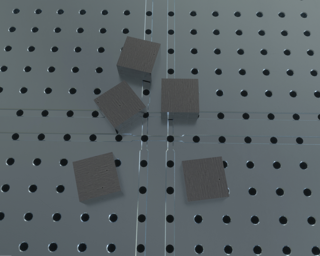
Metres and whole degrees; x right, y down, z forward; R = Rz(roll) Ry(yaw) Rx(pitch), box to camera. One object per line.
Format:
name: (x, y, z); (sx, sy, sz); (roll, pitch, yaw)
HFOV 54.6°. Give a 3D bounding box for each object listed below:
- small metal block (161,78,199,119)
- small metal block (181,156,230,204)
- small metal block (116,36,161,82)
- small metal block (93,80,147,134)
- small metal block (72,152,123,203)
small metal block: (0.027, -0.040, 0.427); (0.050, 0.025, 0.050); (1, 70, 0)
small metal block: (0.055, 0.065, 0.388); (0.050, 0.025, 0.050); (-6, 70, -2)
small metal block: (-0.030, -0.100, 0.448); (0.050, 0.025, 0.050); (14, 71, 5)
small metal block: (-0.053, -0.028, 0.422); (0.050, 0.025, 0.050); (-35, 74, -12)
small metal block: (-0.077, 0.063, 0.389); (0.050, 0.025, 0.050); (-14, 71, -5)
